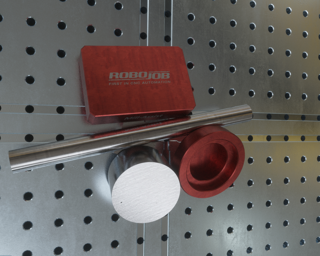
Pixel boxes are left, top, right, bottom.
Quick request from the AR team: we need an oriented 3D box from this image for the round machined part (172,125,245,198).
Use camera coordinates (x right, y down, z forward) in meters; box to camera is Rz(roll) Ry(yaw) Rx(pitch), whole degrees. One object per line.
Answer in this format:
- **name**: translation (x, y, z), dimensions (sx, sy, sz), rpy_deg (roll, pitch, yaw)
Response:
- **round machined part**: translation (0.061, 0.041, 0.415), dimensions (0.099, 0.042, 0.097), rpy_deg (-10, 116, -20)

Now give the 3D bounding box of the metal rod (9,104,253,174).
- **metal rod**: translation (-0.018, 0.008, 0.379), dimensions (0.303, 0.025, 0.025), rpy_deg (-12, 94, -20)

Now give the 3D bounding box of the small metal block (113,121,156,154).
- **small metal block**: translation (-0.033, 0.015, 0.410), dimensions (0.050, 0.025, 0.050), rpy_deg (19, 84, -20)

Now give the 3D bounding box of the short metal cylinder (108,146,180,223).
- **short metal cylinder**: translation (-0.021, 0.068, 0.380), dimensions (0.081, 0.050, 0.079), rpy_deg (-5, 110, -13)

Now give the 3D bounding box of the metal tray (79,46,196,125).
- **metal tray**: translation (-0.028, -0.056, 0.385), dimensions (0.131, 0.030, 0.090), rpy_deg (-5, 73, -21)
